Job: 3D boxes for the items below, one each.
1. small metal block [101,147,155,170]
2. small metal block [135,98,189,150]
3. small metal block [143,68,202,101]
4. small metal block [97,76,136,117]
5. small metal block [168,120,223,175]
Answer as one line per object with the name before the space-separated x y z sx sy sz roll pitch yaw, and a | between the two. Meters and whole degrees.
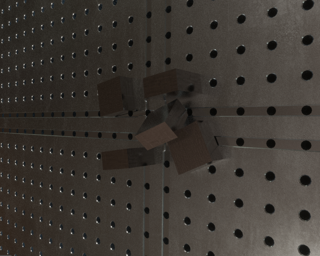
small metal block | -0.044 0.042 0.427 0.050 0.050 0.025 -10 84 39
small metal block | 0.003 -0.004 0.386 0.050 0.050 0.025 -25 113 37
small metal block | 0.016 -0.051 0.379 0.050 0.050 0.025 -9 84 39
small metal block | -0.065 -0.045 0.461 0.050 0.025 0.050 -12 83 39
small metal block | 0.040 0.024 0.375 0.050 0.025 0.050 -30 72 35
